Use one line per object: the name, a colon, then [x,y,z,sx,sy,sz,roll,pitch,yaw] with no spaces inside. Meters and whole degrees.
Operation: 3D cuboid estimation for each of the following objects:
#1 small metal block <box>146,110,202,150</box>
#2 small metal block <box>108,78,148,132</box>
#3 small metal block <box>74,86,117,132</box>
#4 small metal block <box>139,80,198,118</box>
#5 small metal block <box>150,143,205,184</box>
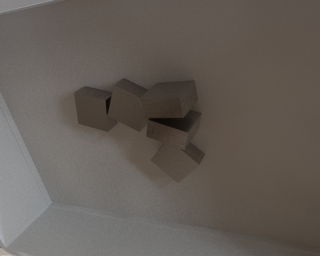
small metal block: [0.018,-0.004,0.380,0.050,0.050,0.025,19,126,17]
small metal block: [-0.037,-0.030,0.408,0.050,0.025,0.050,27,128,11]
small metal block: [-0.090,-0.027,0.437,0.050,0.025,0.050,14,124,19]
small metal block: [0.011,-0.034,0.364,0.050,0.050,0.025,1,119,27]
small metal block: [0.024,0.040,0.420,0.050,0.025,0.050,40,129,0]
